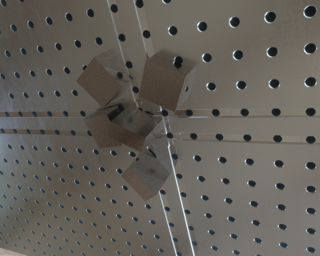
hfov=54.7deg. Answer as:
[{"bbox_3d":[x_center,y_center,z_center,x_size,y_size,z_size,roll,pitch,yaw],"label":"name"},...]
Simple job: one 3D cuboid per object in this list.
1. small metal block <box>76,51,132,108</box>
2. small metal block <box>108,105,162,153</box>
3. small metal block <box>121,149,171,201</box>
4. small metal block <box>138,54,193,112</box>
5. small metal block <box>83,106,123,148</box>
[{"bbox_3d":[-0.074,-0.063,0.410,0.050,0.025,0.050,46,129,-5],"label":"small metal block"},{"bbox_3d":[-0.032,0.000,0.411,0.050,0.050,0.025,24,127,12],"label":"small metal block"},{"bbox_3d":[-0.019,0.067,0.445,0.050,0.050,0.025,48,129,-6],"label":"small metal block"},{"bbox_3d":[0.006,-0.054,0.373,0.050,0.025,0.050,24,127,13],"label":"small metal block"},{"bbox_3d":[-0.074,0.000,0.445,0.050,0.025,0.050,-10,114,38],"label":"small metal block"}]
